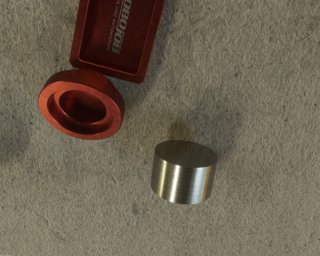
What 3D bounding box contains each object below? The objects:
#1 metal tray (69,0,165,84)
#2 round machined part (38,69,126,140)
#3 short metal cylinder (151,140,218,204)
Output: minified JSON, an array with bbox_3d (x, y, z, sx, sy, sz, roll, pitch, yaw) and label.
[{"bbox_3d":[-0.047,-0.126,0.360,0.091,0.030,0.129,14,109,-6],"label":"metal tray"},{"bbox_3d":[-0.090,-0.032,0.374,0.099,0.042,0.097,5,139,5],"label":"round machined part"},{"bbox_3d":[0.030,0.054,0.401,0.081,0.080,0.050,6,110,-3],"label":"short metal cylinder"}]
